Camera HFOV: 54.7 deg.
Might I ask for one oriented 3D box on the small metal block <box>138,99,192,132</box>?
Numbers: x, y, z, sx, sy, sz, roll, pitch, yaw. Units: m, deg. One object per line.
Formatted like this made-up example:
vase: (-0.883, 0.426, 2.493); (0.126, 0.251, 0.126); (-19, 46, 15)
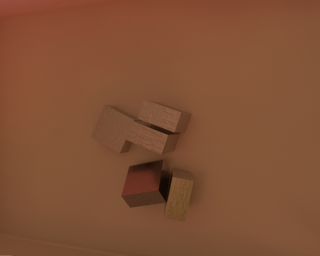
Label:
small metal block: (0.007, -0.015, 0.395); (0.050, 0.050, 0.025); (21, 97, 19)

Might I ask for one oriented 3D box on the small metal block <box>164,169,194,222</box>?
small metal block: (0.023, 0.082, 0.386); (0.025, 0.050, 0.050); (11, 94, 1)

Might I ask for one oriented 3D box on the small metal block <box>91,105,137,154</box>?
small metal block: (-0.061, 0.001, 0.432); (0.050, 0.025, 0.050); (27, 99, 18)

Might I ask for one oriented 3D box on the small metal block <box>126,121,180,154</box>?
small metal block: (-0.008, 0.011, 0.400); (0.050, 0.050, 0.025); (21, 97, 18)

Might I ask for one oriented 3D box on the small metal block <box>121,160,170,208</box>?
small metal block: (-0.017, 0.072, 0.401); (0.050, 0.050, 0.025); (-13, 127, 19)
